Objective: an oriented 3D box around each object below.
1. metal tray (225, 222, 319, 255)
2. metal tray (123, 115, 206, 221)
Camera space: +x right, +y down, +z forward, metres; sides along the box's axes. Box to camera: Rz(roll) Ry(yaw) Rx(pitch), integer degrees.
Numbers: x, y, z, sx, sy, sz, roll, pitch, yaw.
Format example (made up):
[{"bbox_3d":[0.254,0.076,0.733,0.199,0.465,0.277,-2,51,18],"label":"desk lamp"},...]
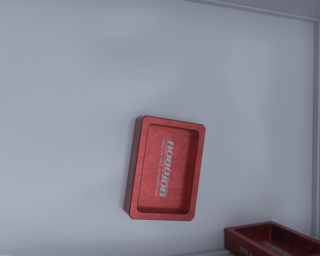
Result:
[{"bbox_3d":[0.160,0.164,0.416,0.091,0.130,0.030,-1,91,-20],"label":"metal tray"},{"bbox_3d":[0.007,0.054,0.411,0.091,0.030,0.129,9,87,-20],"label":"metal tray"}]
